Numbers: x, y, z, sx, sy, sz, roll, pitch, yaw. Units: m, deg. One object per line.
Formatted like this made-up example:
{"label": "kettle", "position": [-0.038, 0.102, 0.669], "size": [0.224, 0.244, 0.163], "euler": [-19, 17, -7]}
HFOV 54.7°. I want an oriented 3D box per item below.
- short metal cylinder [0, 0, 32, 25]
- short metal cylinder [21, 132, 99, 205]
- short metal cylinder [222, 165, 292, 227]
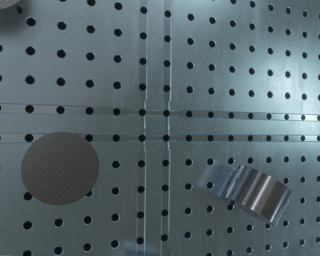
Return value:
{"label": "short metal cylinder", "position": [-0.181, -0.159, 0.332], "size": [0.081, 0.050, 0.079], "euler": [0, 90, -21]}
{"label": "short metal cylinder", "position": [-0.115, 0.044, 0.358], "size": [0.081, 0.050, 0.079], "euler": [0, 90, -20]}
{"label": "short metal cylinder", "position": [0.135, 0.095, 0.435], "size": [0.080, 0.080, 0.050], "euler": [35, 79, -17]}
